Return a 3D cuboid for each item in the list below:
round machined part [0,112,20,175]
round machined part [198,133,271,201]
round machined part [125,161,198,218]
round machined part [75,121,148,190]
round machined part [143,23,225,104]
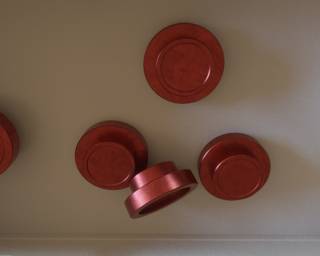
[{"bbox_3d":[-0.233,0.015,0.404,0.099,0.042,0.097,0,110,-1],"label":"round machined part"},{"bbox_3d":[0.104,0.059,0.426,0.099,0.042,0.097,0,110,-1],"label":"round machined part"},{"bbox_3d":[-0.002,0.079,0.412,0.098,0.098,0.042,-32,68,11],"label":"round machined part"},{"bbox_3d":[-0.065,0.042,0.417,0.099,0.042,0.097,0,110,-1],"label":"round machined part"},{"bbox_3d":[0.029,-0.076,0.375,0.099,0.042,0.097,0,110,-1],"label":"round machined part"}]
